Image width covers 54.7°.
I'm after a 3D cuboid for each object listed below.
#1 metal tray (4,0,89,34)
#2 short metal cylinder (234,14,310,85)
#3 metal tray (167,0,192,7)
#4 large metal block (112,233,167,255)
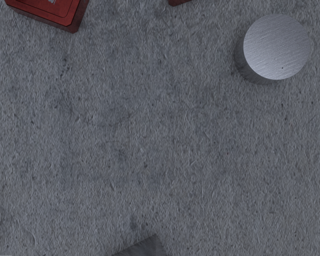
[{"bbox_3d":[-0.133,-0.202,0.406,0.090,0.030,0.129,21,90,0],"label":"metal tray"},{"bbox_3d":[0.141,-0.098,0.398,0.081,0.050,0.079,0,90,0],"label":"short metal cylinder"},{"bbox_3d":[0.035,-0.239,0.407,0.090,0.030,0.129,-20,90,0],"label":"metal tray"},{"bbox_3d":[-0.030,0.184,0.382,0.080,0.080,0.050,-26,90,0],"label":"large metal block"}]
